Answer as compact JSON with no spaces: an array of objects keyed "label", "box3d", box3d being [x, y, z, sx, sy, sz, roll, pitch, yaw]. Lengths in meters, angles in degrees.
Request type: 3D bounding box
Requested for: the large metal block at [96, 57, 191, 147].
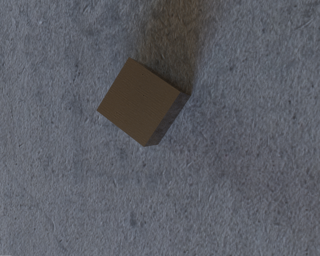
[{"label":"large metal block","box3d":[-0.020,-0.032,0.402,0.080,0.050,0.080,37,101,16]}]
